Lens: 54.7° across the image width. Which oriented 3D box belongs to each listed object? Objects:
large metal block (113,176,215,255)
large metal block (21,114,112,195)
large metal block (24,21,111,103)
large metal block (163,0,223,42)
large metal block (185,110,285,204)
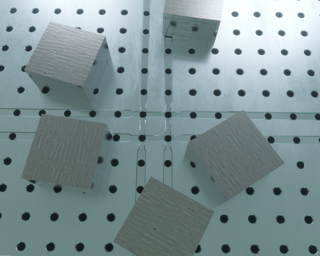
[{"bbox_3d":[0.005,0.114,0.357,0.080,0.050,0.080,28,72,9],"label":"large metal block"},{"bbox_3d":[-0.111,0.034,0.385,0.080,0.050,0.080,9,70,3],"label":"large metal block"},{"bbox_3d":[-0.124,-0.091,0.430,0.080,0.050,0.080,16,71,5],"label":"large metal block"},{"bbox_3d":[0.050,-0.182,0.466,0.080,0.050,0.080,9,70,3],"label":"large metal block"},{"bbox_3d":[0.089,0.037,0.386,0.080,0.050,0.080,-30,73,-11],"label":"large metal block"}]
